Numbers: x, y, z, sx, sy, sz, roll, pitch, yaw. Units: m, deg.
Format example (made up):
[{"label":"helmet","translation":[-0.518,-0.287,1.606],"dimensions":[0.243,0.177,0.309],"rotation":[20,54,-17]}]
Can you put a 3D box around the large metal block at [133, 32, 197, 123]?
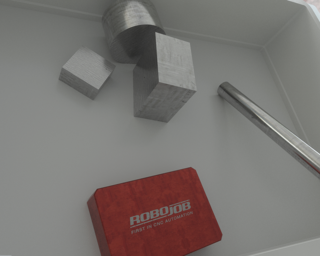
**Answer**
[{"label":"large metal block","translation":[0.002,-0.064,0.412],"dimensions":[0.050,0.080,0.080],"rotation":[10,57,-23]}]

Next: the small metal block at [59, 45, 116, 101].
[{"label":"small metal block","translation":[-0.093,-0.072,0.400],"dimensions":[0.050,0.025,0.050],"rotation":[32,51,-8]}]

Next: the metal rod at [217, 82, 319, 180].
[{"label":"metal rod","translation":[0.175,0.022,0.407],"dimensions":[0.025,0.025,0.300],"rotation":[-7,39,-32]}]

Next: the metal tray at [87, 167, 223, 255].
[{"label":"metal tray","translation":[-0.004,0.100,0.341],"dimensions":[0.131,0.030,0.090],"rotation":[-8,66,-32]}]

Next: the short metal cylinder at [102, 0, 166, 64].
[{"label":"short metal cylinder","translation":[-0.036,-0.135,0.435],"dimensions":[0.081,0.080,0.050],"rotation":[-4,64,-31]}]
